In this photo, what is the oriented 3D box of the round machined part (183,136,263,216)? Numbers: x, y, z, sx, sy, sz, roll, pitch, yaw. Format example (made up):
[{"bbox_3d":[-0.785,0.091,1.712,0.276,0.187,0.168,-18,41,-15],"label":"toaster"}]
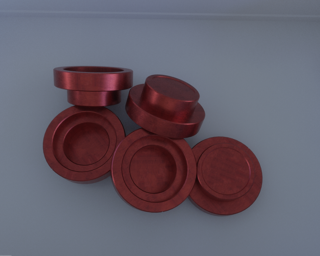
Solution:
[{"bbox_3d":[0.077,0.056,0.379,0.099,0.042,0.098,0,70,-1],"label":"round machined part"}]

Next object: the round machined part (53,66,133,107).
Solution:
[{"bbox_3d":[-0.084,-0.054,0.399,0.099,0.098,0.042,3,106,0],"label":"round machined part"}]

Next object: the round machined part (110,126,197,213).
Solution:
[{"bbox_3d":[-0.010,0.050,0.368,0.099,0.042,0.098,3,76,-13],"label":"round machined part"}]

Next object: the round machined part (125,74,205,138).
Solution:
[{"bbox_3d":[0.010,-0.033,0.382,0.099,0.042,0.098,15,30,-8],"label":"round machined part"}]

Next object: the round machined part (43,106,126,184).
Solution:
[{"bbox_3d":[-0.090,0.022,0.389,0.099,0.042,0.098,0,70,-1],"label":"round machined part"}]
